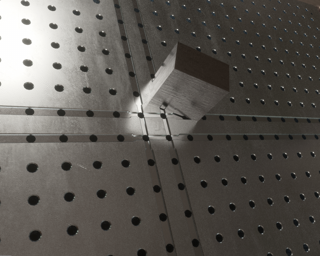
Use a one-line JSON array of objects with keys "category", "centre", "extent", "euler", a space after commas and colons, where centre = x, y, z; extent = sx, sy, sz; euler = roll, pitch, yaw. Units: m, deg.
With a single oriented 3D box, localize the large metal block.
[{"category": "large metal block", "centre": [0.040, -0.061, 0.433], "extent": [0.080, 0.080, 0.050], "euler": [20, 54, -17]}]
